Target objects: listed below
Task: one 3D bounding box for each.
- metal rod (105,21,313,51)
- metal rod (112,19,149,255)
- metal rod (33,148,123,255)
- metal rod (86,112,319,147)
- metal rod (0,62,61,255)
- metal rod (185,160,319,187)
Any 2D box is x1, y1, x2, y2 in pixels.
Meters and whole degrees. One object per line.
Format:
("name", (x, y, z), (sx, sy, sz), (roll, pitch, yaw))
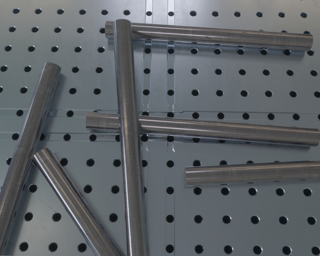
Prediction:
("metal rod", (0.070, -0.137, 0.462), (0.302, 0.025, 0.025), (4, 70, 1))
("metal rod", (-0.038, 0.008, 0.384), (0.025, 0.025, 0.299), (-5, 79, -2))
("metal rod", (-0.060, 0.145, 0.358), (0.025, 0.025, 0.300), (-36, 74, -12))
("metal rod", (0.054, 0.001, 0.411), (0.302, 0.025, 0.025), (4, 70, 1))
("metal rod", (-0.177, 0.051, 0.392), (0.025, 0.025, 0.299), (9, 70, 3))
("metal rod", (0.183, 0.054, 0.392), (0.302, 0.025, 0.025), (-3, 70, -1))
